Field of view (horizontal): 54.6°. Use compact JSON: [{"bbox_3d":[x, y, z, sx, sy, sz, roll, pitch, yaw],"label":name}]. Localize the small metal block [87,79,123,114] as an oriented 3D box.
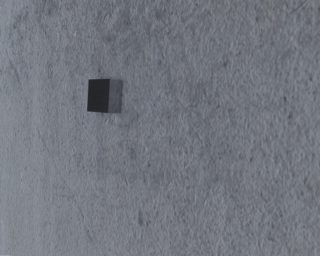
[{"bbox_3d":[-0.085,-0.049,0.477,0.050,0.025,0.050,6,94,40],"label":"small metal block"}]
